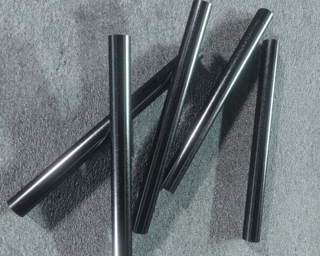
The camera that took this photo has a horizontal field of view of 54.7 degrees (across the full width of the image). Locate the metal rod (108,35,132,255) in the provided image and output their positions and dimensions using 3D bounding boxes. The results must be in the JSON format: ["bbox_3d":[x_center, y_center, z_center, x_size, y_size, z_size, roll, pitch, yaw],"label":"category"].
[{"bbox_3d":[-0.046,0.044,0.371,0.025,0.025,0.298,-3,99,-20],"label":"metal rod"}]

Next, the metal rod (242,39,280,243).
[{"bbox_3d":[0.152,0.017,0.464,0.025,0.025,0.298,7,88,-20],"label":"metal rod"}]

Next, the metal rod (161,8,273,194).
[{"bbox_3d":[0.083,-0.045,0.439,0.025,0.025,0.300,34,79,-17],"label":"metal rod"}]

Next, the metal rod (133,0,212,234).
[{"bbox_3d":[0.013,-0.012,0.394,0.025,0.025,0.298,15,92,-20],"label":"metal rod"}]

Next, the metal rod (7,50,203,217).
[{"bbox_3d":[-0.056,-0.007,0.388,0.301,0.025,0.025,-43,104,-15],"label":"metal rod"}]
